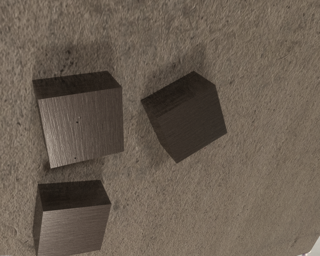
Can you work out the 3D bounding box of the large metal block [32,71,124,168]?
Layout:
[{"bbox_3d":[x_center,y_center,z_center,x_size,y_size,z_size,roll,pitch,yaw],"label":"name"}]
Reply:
[{"bbox_3d":[-0.087,-0.011,0.337,0.081,0.050,0.079,-12,124,-22],"label":"large metal block"}]

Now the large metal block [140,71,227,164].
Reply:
[{"bbox_3d":[0.033,-0.014,0.402,0.080,0.050,0.080,-30,129,-9],"label":"large metal block"}]

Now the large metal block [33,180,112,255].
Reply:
[{"bbox_3d":[-0.116,0.117,0.401,0.081,0.050,0.079,1,118,-30],"label":"large metal block"}]
